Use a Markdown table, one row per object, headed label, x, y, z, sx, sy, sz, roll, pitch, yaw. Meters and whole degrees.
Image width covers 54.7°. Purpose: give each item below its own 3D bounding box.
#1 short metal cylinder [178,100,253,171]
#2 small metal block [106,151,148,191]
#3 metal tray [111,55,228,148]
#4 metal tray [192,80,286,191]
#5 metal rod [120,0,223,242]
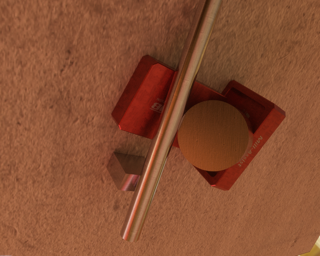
| label | x | y | z | sx | sy | sz | roll | pitch | yaw |
| --- | --- | --- | --- | --- | --- | --- | --- | --- | --- |
| short metal cylinder | 0.067 | 0.009 | 0.369 | 0.080 | 0.080 | 0.050 | -56 | 161 | 11 |
| small metal block | -0.037 | 0.058 | 0.409 | 0.050 | 0.050 | 0.025 | 13 | 112 | -34 |
| metal tray | 0.016 | -0.026 | 0.398 | 0.131 | 0.030 | 0.090 | 20 | 108 | -36 |
| metal tray | 0.095 | 0.008 | 0.425 | 0.030 | 0.090 | 0.129 | 26 | 104 | -37 |
| metal rod | 0.009 | -0.001 | 0.363 | 0.025 | 0.025 | 0.298 | 11 | 104 | -34 |
